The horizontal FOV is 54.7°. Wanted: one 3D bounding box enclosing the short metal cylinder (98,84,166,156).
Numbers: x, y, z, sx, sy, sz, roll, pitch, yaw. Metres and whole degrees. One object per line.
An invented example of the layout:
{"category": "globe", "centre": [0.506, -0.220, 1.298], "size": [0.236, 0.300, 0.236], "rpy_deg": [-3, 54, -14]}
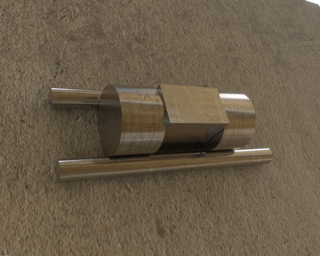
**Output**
{"category": "short metal cylinder", "centre": [-0.035, -0.009, 0.356], "size": [0.050, 0.080, 0.080], "rpy_deg": [-1, 62, -29]}

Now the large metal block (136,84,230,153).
{"category": "large metal block", "centre": [0.024, -0.009, 0.385], "size": [0.081, 0.080, 0.050], "rpy_deg": [0, 62, -28]}

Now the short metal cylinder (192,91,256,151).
{"category": "short metal cylinder", "centre": [0.081, -0.010, 0.419], "size": [0.050, 0.080, 0.080], "rpy_deg": [-1, 62, -29]}

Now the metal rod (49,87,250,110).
{"category": "metal rod", "centre": [0.006, -0.036, 0.431], "size": [0.303, 0.025, 0.025], "rpy_deg": [-1, 62, -29]}

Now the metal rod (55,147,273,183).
{"category": "metal rod", "centre": [0.027, 0.043, 0.393], "size": [0.303, 0.025, 0.025], "rpy_deg": [-1, 62, -29]}
